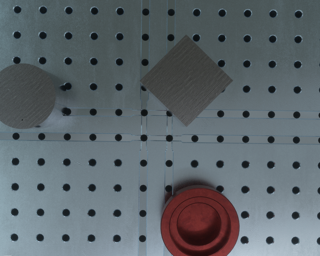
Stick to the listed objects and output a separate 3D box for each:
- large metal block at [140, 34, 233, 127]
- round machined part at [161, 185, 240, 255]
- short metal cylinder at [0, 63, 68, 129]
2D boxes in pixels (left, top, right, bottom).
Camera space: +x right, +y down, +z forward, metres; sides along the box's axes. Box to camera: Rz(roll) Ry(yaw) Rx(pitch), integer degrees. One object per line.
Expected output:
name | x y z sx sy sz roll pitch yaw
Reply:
large metal block | 0.032 -0.058 0.401 0.080 0.050 0.080 45 90 0
round machined part | 0.050 0.123 0.405 0.099 0.042 0.097 0 90 0
short metal cylinder | -0.166 -0.039 0.399 0.081 0.050 0.080 0 90 0
